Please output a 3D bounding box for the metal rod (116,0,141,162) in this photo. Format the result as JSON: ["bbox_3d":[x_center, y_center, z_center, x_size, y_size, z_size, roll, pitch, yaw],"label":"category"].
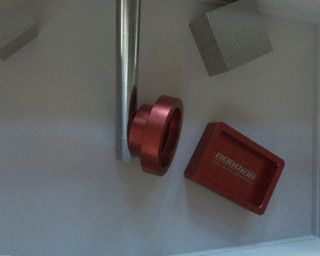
[{"bbox_3d":[-0.034,-0.093,0.324,0.025,0.025,0.298,-7,122,-20],"label":"metal rod"}]

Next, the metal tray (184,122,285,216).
[{"bbox_3d":[0.111,0.059,0.450,0.131,0.030,0.090,30,80,-18],"label":"metal tray"}]

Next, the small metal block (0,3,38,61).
[{"bbox_3d":[-0.163,-0.103,0.337,0.050,0.050,0.025,-44,104,-15],"label":"small metal block"}]

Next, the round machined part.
[{"bbox_3d":[-0.006,0.007,0.380,0.042,0.098,0.098,14,85,15],"label":"round machined part"}]

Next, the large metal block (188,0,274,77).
[{"bbox_3d":[0.099,-0.127,0.435,0.081,0.050,0.080,-27,99,-18],"label":"large metal block"}]
